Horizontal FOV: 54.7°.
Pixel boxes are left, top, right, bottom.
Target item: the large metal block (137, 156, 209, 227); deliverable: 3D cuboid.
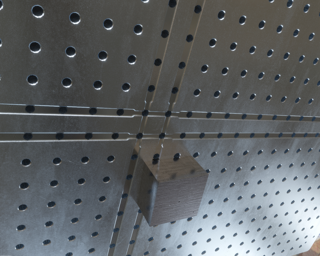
[{"bbox_3d":[0.017,0.093,0.464,0.081,0.050,0.079,-4,121,-27],"label":"large metal block"}]
